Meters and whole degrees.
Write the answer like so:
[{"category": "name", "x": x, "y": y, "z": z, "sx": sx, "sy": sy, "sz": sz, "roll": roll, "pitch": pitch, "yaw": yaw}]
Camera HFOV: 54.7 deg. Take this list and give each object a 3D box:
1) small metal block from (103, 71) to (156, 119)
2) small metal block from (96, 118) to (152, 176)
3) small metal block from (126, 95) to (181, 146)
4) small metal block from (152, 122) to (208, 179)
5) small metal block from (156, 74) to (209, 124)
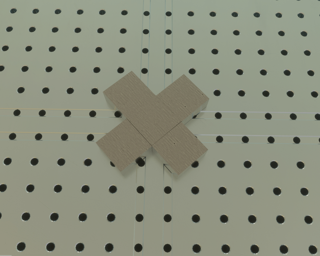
[{"category": "small metal block", "x": -0.041, "y": -0.042, "z": 0.426, "sx": 0.050, "sy": 0.025, "sz": 0.050, "roll": -39, "pitch": 75, "yaw": -13}, {"category": "small metal block", "x": -0.046, "y": 0.025, "z": 0.402, "sx": 0.050, "sy": 0.025, "sz": 0.050, "roll": -39, "pitch": 75, "yaw": -13}, {"category": "small metal block", "x": -0.008, "y": -0.007, "z": 0.413, "sx": 0.050, "sy": 0.025, "sz": 0.050, "roll": -39, "pitch": 75, "yaw": -13}, {"category": "small metal block", "x": 0.025, "y": 0.029, "z": 0.401, "sx": 0.050, "sy": 0.025, "sz": 0.050, "roll": -39, "pitch": 75, "yaw": -13}, {"category": "small metal block", "x": 0.030, "y": -0.037, "z": 0.425, "sx": 0.050, "sy": 0.025, "sz": 0.050, "roll": -39, "pitch": 75, "yaw": -13}]
